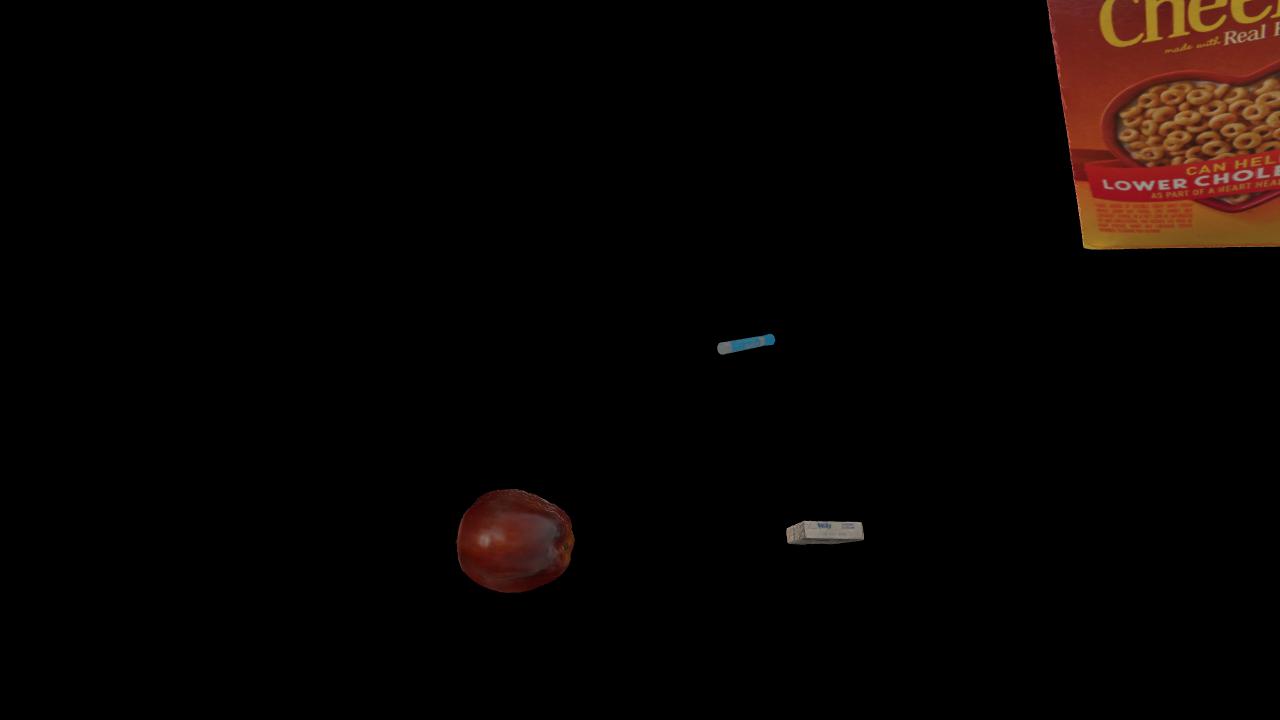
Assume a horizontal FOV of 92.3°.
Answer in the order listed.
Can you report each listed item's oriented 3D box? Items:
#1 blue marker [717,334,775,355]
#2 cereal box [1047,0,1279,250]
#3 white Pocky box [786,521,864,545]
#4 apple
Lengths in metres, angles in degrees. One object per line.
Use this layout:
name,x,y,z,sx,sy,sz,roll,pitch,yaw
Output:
blue marker,0.171,-0.026,0.973,0.121,0.020,0.020,-11,6,-37
cereal box,0.403,-0.202,0.406,0.203,0.081,0.306,10,-28,46
white Pocky box,0.274,0.261,0.926,0.084,0.028,0.154,-1,-19,4
apple,-0.100,0.143,0.484,0.093,0.079,0.079,2,0,9
